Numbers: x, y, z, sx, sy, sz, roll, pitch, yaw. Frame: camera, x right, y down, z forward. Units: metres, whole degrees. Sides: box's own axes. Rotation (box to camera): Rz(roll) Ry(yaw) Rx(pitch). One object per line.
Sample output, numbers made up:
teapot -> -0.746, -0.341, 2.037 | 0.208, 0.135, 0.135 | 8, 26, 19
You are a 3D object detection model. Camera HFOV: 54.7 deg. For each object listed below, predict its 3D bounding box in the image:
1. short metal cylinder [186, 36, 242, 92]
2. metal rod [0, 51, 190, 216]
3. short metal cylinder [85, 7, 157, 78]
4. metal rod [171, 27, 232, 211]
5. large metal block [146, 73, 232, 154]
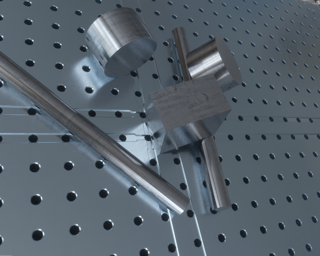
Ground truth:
short metal cylinder -> 0.083, -0.091, 0.472 | 0.080, 0.050, 0.080 | 39, 37, -38
metal rod -> -0.090, 0.000, 0.358 | 0.300, 0.025, 0.025 | 38, 51, -3
short metal cylinder -> -0.051, -0.112, 0.414 | 0.081, 0.080, 0.050 | -24, 75, -37
metal rod -> 0.055, -0.030, 0.455 | 0.025, 0.025, 0.299 | 5, 60, -26
large metal block -> 0.031, -0.015, 0.384 | 0.081, 0.080, 0.050 | -19, 71, -13
